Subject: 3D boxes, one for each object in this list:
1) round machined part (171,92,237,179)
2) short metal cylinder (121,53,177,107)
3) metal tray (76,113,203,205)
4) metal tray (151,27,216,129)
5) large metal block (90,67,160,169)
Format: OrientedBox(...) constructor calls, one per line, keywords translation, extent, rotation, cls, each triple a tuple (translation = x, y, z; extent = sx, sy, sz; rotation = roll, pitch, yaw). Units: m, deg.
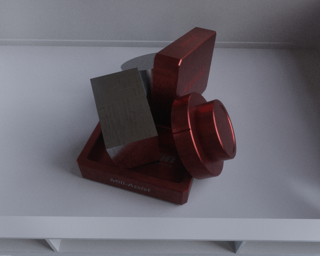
OrientedBox(translation=(0.054, 0.006, 0.347), extent=(0.042, 0.098, 0.098), rotation=(-17, 45, 26), cls="round machined part")
OrientedBox(translation=(-0.008, -0.068, 0.425), extent=(0.080, 0.050, 0.080), rotation=(-10, 27, 5), cls="short metal cylinder")
OrientedBox(translation=(-0.020, 0.031, 0.373), extent=(0.131, 0.030, 0.090), rotation=(13, 51, 11), cls="metal tray")
OrientedBox(translation=(0.032, -0.069, 0.399), extent=(0.030, 0.089, 0.131), rotation=(19, 37, 19), cls="metal tray")
OrientedBox(translation=(-0.036, -0.006, 0.342), extent=(0.050, 0.080, 0.080), rotation=(-15, 68, -5), cls="large metal block")
